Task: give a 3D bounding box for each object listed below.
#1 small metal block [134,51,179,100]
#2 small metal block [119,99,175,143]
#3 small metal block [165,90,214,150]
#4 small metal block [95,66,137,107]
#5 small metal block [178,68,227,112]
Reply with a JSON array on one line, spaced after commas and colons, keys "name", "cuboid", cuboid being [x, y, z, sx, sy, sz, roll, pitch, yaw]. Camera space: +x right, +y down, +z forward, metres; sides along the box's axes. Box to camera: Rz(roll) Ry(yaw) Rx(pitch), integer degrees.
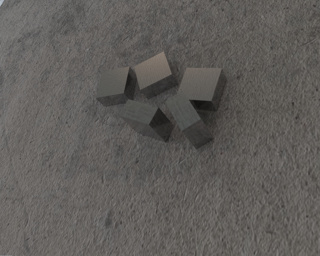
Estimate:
[{"name": "small metal block", "cuboid": [-0.006, -0.077, 0.454, 0.050, 0.025, 0.050, -25, 53, 12]}, {"name": "small metal block", "cuboid": [-0.017, -0.009, 0.402, 0.050, 0.050, 0.025, 17, 71, 35]}, {"name": "small metal block", "cuboid": [0.036, -0.009, 0.375, 0.025, 0.050, 0.050, -33, 52, 7]}, {"name": "small metal block", "cuboid": [-0.066, -0.064, 0.478, 0.050, 0.025, 0.050, -6, 59, 25]}, {"name": "small metal block", "cuboid": [0.054, -0.051, 0.407, 0.050, 0.025, 0.050, 7, 65, 31]}]
